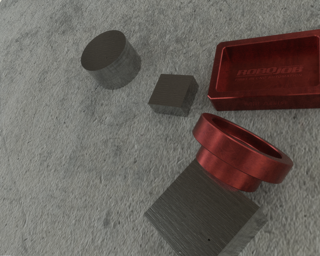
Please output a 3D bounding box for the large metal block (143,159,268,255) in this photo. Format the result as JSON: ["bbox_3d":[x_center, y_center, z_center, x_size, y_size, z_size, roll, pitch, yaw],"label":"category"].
[{"bbox_3d":[0.045,0.089,0.309,0.080,0.050,0.080,-47,52,-5],"label":"large metal block"}]

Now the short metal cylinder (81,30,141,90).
[{"bbox_3d":[-0.077,-0.108,0.492,0.080,0.050,0.080,-13,56,20],"label":"short metal cylinder"}]

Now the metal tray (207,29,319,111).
[{"bbox_3d":[0.130,-0.068,0.373,0.130,0.030,0.090,0,61,27],"label":"metal tray"}]

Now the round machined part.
[{"bbox_3d":[0.075,0.027,0.307,0.098,0.099,0.042,39,109,38],"label":"round machined part"}]

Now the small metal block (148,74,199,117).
[{"bbox_3d":[0.019,-0.045,0.420,0.050,0.025,0.050,9,66,31],"label":"small metal block"}]
